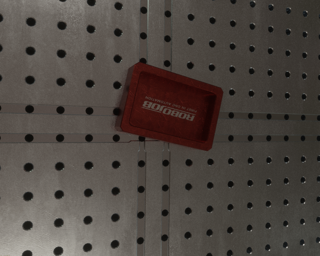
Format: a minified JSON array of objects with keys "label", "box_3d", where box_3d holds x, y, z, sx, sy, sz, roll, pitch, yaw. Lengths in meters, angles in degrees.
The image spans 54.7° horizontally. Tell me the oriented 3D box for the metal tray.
[{"label":"metal tray","box_3d":[0.015,-0.026,0.416,0.131,0.030,0.090,14,85,-20]}]
